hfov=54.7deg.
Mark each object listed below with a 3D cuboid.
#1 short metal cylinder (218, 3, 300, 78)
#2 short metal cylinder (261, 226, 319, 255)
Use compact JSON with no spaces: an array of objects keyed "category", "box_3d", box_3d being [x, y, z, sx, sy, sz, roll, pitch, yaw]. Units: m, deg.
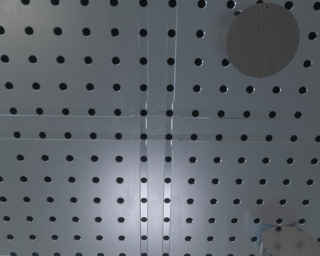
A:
[{"category":"short metal cylinder","box_3d":[0.113,-0.103,0.363,0.081,0.050,0.079,0,110,0]},{"category":"short metal cylinder","box_3d":[0.190,0.190,0.456,0.080,0.080,0.050,-2,110,0]}]
